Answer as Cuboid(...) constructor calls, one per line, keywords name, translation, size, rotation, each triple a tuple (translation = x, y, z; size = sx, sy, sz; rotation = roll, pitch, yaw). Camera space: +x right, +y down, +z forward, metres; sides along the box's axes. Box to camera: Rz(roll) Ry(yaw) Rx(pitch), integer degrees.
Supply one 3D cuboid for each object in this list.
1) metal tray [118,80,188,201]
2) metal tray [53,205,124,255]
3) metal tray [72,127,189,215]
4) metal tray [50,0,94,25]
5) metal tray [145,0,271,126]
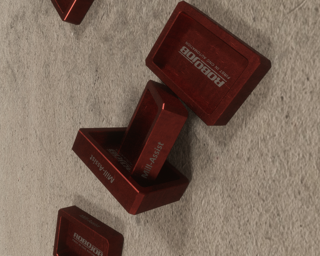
Cuboid(name="metal tray", translation=(-0.018, 0.016, 0.378), size=(0.129, 0.030, 0.090), rotation=(-64, 22, 19))
Cuboid(name="metal tray", translation=(-0.119, 0.191, 0.496), size=(0.130, 0.030, 0.089), rotation=(15, 100, 38))
Cuboid(name="metal tray", translation=(-0.038, 0.046, 0.391), size=(0.130, 0.091, 0.030), rotation=(39, 115, 32))
Cuboid(name="metal tray", translation=(-0.155, -0.252, 0.526), size=(0.090, 0.030, 0.130), rotation=(-46, 63, 29))
Cuboid(name="metal tray", translation=(0.049, -0.075, 0.359), size=(0.130, 0.030, 0.089), rotation=(48, 118, 29))
